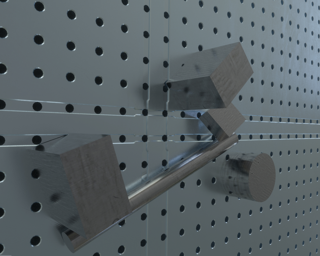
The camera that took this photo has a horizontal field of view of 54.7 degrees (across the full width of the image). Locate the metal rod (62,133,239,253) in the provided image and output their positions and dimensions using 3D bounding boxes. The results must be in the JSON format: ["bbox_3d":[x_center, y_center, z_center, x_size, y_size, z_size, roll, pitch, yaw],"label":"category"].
[{"bbox_3d":[0.011,0.069,0.420,0.302,0.025,0.025,-26,107,-37],"label":"metal rod"}]

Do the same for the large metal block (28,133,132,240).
[{"bbox_3d":[-0.080,0.051,0.307,0.050,0.080,0.079,-23,105,-38],"label":"large metal block"}]

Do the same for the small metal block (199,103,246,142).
[{"bbox_3d":[0.097,-0.014,0.481,0.050,0.025,0.050,50,57,1],"label":"small metal block"}]

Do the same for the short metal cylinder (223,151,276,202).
[{"bbox_3d":[0.151,0.081,0.523,0.081,0.050,0.079,0,90,-40],"label":"short metal cylinder"}]

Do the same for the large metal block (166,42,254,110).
[{"bbox_3d":[0.070,-0.071,0.434,0.080,0.080,0.050,-49,119,-29],"label":"large metal block"}]
